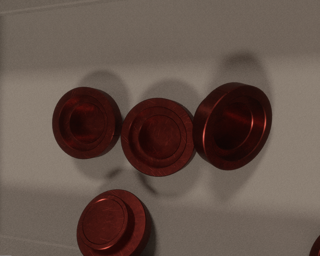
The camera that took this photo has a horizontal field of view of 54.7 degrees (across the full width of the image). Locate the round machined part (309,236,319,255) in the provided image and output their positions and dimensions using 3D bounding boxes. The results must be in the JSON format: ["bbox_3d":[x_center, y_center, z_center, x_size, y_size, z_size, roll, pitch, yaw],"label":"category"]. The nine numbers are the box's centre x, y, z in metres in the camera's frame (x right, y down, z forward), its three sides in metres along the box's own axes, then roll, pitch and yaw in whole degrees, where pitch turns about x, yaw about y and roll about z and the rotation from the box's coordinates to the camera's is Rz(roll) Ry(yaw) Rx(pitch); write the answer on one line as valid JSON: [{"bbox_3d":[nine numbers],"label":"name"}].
[{"bbox_3d":[0.206,0.143,0.308,0.098,0.098,0.042,-43,109,15],"label":"round machined part"}]

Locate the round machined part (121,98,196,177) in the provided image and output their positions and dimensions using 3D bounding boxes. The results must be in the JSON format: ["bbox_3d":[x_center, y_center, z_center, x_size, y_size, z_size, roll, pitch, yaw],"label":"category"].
[{"bbox_3d":[0.003,0.011,0.400,0.098,0.042,0.097,0,90,19],"label":"round machined part"}]

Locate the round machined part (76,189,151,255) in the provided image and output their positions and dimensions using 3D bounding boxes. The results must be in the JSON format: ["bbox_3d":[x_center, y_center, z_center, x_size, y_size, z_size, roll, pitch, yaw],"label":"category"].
[{"bbox_3d":[-0.064,0.125,0.400,0.098,0.042,0.098,-9,56,15],"label":"round machined part"}]

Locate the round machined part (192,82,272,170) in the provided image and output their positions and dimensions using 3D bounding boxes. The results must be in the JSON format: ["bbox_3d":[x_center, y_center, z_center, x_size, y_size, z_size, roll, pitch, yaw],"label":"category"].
[{"bbox_3d":[0.077,-0.005,0.355,0.042,0.099,0.097,31,103,56],"label":"round machined part"}]

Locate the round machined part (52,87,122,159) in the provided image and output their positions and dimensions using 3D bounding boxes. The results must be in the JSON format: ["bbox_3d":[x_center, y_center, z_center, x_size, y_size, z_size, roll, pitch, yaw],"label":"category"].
[{"bbox_3d":[-0.097,-0.007,0.434,0.098,0.042,0.097,0,90,19],"label":"round machined part"}]
